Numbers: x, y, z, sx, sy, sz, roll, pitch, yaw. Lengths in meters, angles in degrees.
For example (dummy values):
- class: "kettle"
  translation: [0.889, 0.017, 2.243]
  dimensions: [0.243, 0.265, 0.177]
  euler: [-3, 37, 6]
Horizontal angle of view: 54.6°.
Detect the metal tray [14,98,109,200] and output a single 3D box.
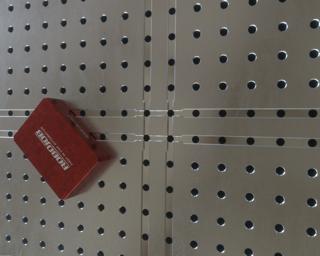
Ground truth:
- class: "metal tray"
  translation: [-0.150, 0.029, 0.464]
  dimensions: [0.130, 0.030, 0.090]
  euler: [46, 104, 14]
